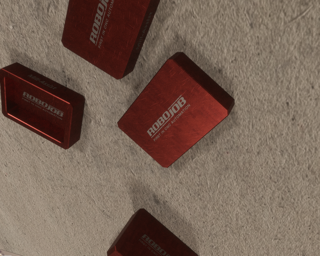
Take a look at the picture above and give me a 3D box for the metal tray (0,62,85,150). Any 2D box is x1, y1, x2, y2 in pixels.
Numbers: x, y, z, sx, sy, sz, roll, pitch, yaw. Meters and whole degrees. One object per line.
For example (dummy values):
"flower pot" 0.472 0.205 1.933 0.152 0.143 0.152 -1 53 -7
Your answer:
"metal tray" -0.182 -0.033 0.476 0.130 0.030 0.089 27 128 11

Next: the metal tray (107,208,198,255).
"metal tray" -0.008 0.204 0.493 0.130 0.090 0.030 41 129 -1

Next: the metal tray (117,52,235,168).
"metal tray" 0.015 -0.017 0.384 0.090 0.030 0.129 42 129 -2

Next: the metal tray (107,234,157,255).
"metal tray" -0.034 0.267 0.584 0.130 0.030 0.089 38 129 2

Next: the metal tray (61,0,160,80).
"metal tray" -0.056 -0.131 0.350 0.090 0.030 0.129 32 128 6
